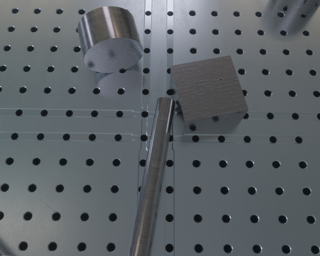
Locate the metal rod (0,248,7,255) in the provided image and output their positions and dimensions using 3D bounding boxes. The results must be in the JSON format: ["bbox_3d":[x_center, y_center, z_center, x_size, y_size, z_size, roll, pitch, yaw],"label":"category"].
[{"bbox_3d":[-0.162,0.176,0.346,0.300,0.025,0.025,40,75,13],"label":"metal rod"}]

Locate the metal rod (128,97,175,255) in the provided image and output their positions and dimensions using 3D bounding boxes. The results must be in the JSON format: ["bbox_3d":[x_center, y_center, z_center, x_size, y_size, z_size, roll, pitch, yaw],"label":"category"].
[{"bbox_3d":[-0.016,0.102,0.374,0.025,0.025,0.299,9,70,3],"label":"metal rod"}]

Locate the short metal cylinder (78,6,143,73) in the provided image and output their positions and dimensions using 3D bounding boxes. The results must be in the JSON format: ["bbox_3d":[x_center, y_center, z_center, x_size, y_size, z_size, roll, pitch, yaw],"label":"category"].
[{"bbox_3d":[-0.068,-0.119,0.425,0.081,0.080,0.050,-14,71,-5],"label":"short metal cylinder"}]

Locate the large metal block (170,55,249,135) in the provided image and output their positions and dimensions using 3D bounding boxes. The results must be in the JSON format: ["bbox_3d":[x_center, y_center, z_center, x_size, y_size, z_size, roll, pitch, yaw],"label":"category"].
[{"bbox_3d":[0.062,-0.043,0.415,0.081,0.050,0.080,-11,70,-4],"label":"large metal block"}]

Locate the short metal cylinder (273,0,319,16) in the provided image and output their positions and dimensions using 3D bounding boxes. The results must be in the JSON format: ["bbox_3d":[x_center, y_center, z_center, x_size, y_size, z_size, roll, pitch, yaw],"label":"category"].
[{"bbox_3d":[0.222,-0.224,0.482,0.081,0.050,0.080,0,70,0],"label":"short metal cylinder"}]
